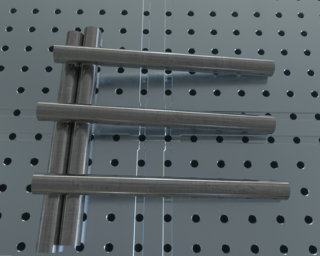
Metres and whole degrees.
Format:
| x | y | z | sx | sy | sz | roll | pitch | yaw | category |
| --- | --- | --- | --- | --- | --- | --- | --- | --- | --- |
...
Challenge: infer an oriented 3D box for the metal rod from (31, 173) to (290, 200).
| x | y | z | sx | sy | sz | roll | pitch | yaw | category |
| --- | --- | --- | --- | --- | --- | --- | --- | --- | --- |
| 0.006 | 0.071 | 0.371 | 0.302 | 0.025 | 0.025 | 3 | 70 | -6 | metal rod |

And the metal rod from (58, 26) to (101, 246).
| x | y | z | sx | sy | sz | roll | pitch | yaw | category |
| --- | --- | --- | --- | --- | --- | --- | --- | --- | --- |
| -0.103 | -0.004 | 0.411 | 0.025 | 0.025 | 0.299 | 1 | 70 | 0 | metal rod |

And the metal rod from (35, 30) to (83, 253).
| x | y | z | sx | sy | sz | roll | pitch | yaw | category |
| --- | --- | --- | --- | --- | --- | --- | --- | --- | --- |
| -0.128 | 0.003 | 0.408 | 0.025 | 0.025 | 0.299 | 1 | 70 | 0 | metal rod |

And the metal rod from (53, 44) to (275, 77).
| x | y | z | sx | sy | sz | roll | pitch | yaw | category |
| --- | --- | --- | --- | --- | --- | --- | --- | --- | --- |
| 0.010 | -0.093 | 0.430 | 0.302 | 0.025 | 0.025 | 3 | 70 | -6 | metal rod |

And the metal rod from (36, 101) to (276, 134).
| x | y | z | sx | sy | sz | roll | pitch | yaw | category |
| --- | --- | --- | --- | --- | --- | --- | --- | --- | --- |
| 0.000 | -0.013 | 0.400 | 0.302 | 0.025 | 0.025 | 3 | 70 | -6 | metal rod |
